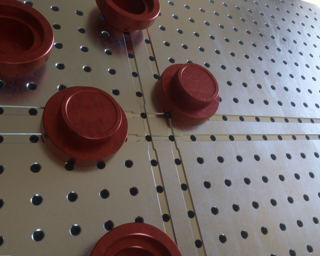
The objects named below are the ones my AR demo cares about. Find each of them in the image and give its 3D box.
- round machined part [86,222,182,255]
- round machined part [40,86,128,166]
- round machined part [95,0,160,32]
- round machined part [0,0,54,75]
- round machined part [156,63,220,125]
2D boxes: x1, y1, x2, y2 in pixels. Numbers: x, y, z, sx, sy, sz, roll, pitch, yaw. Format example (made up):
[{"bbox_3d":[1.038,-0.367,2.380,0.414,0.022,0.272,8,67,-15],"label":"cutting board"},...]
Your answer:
[{"bbox_3d":[-0.027,0.144,0.294,0.099,0.042,0.098,13,56,-20],"label":"round machined part"},{"bbox_3d":[-0.083,-0.009,0.358,0.099,0.042,0.098,13,56,-21],"label":"round machined part"},{"bbox_3d":[-0.053,-0.189,0.484,0.099,0.042,0.098,13,56,-21],"label":"round machined part"},{"bbox_3d":[-0.179,-0.101,0.363,0.099,0.042,0.098,13,56,-21],"label":"round machined part"},{"bbox_3d":[0.047,-0.057,0.456,0.099,0.042,0.098,13,56,-21],"label":"round machined part"}]
